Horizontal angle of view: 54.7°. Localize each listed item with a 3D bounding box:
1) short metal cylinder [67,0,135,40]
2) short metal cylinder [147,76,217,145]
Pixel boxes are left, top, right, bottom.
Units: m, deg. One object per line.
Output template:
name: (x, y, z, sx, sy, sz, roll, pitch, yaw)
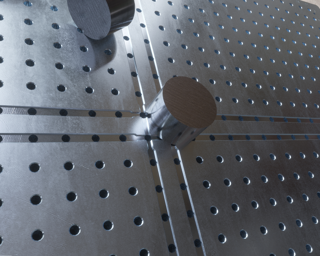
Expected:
short metal cylinder: (-0.082, -0.171, 0.433, 0.080, 0.080, 0.050, 45, 51, 3)
short metal cylinder: (0.029, -0.023, 0.422, 0.081, 0.050, 0.080, 14, 56, -21)
